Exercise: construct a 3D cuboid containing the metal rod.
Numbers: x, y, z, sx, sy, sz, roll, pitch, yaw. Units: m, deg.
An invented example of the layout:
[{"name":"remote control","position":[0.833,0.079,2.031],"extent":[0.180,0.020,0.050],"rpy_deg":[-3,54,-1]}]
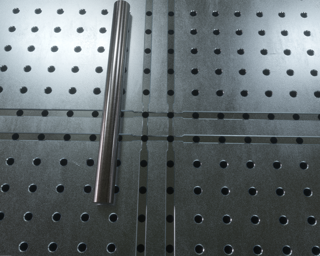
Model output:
[{"name":"metal rod","position":[-0.064,-0.049,0.429],"extent":[0.025,0.025,0.299],"rpy_deg":[2,70,1]}]
